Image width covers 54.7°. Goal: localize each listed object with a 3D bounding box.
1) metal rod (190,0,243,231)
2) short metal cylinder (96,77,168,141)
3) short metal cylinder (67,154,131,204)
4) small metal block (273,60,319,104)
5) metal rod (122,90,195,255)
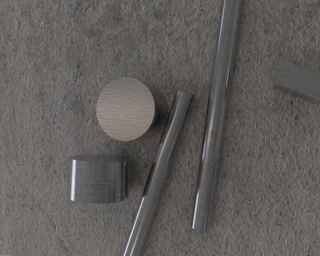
[{"bbox_3d":[0.071,-0.022,0.384,0.025,0.025,0.298,9,93,20],"label":"metal rod"},{"bbox_3d":[-0.035,-0.024,0.408,0.080,0.050,0.080,0,90,20],"label":"short metal cylinder"},{"bbox_3d":[-0.080,0.064,0.408,0.080,0.080,0.050,3,91,20],"label":"short metal cylinder"},{"bbox_3d":[0.155,-0.049,0.341,0.050,0.050,0.025,27,99,18],"label":"small metal block"},{"bbox_3d":[-0.013,0.096,0.413,0.025,0.025,0.298,20,97,19],"label":"metal rod"}]
